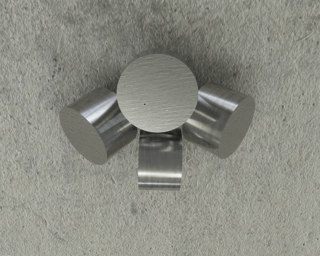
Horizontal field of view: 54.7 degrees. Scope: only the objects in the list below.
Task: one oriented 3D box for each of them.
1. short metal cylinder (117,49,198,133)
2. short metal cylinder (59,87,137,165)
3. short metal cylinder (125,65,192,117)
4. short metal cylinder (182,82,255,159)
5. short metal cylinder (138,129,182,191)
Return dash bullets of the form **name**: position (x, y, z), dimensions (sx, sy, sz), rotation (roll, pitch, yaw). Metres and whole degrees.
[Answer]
- **short metal cylinder**: position (-0.002, -0.041, 0.328), dimensions (0.081, 0.050, 0.079), rotation (0, 110, -1)
- **short metal cylinder**: position (-0.074, -0.002, 0.374), dimensions (0.080, 0.050, 0.079), rotation (28, 139, 28)
- **short metal cylinder**: position (0.000, -0.042, 0.382), dimensions (0.081, 0.050, 0.079), rotation (0, 110, -1)
- **short metal cylinder**: position (0.071, -0.009, 0.373), dimensions (0.050, 0.081, 0.079), rotation (28, 113, 31)
- **short metal cylinder**: position (0.000, 0.039, 0.395), dimensions (0.050, 0.080, 0.079), rotation (2, 110, -1)
